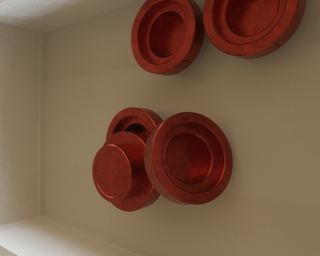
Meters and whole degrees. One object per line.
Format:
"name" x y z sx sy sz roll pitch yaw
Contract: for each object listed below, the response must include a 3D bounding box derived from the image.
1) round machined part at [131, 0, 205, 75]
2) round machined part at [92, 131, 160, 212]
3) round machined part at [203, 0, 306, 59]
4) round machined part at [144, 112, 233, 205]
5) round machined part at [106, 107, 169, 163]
"round machined part" 0.014 -0.113 0.383 0.098 0.042 0.097 0 90 39
"round machined part" -0.044 0.053 0.376 0.098 0.042 0.097 0 91 40
"round machined part" 0.097 -0.119 0.315 0.098 0.042 0.097 0 90 39
"round machined part" 0.027 0.035 0.341 0.042 0.099 0.098 -29 70 61
"round machined part" -0.024 0.022 0.414 0.098 0.042 0.097 0 90 39
